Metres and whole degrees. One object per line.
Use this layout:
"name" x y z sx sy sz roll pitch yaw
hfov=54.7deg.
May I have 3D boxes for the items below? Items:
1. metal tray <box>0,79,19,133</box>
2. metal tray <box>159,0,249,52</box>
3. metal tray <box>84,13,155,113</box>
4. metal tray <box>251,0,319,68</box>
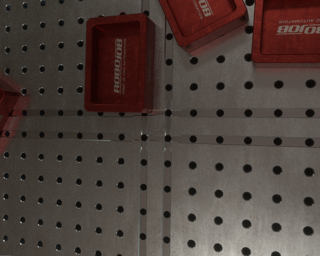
"metal tray" -0.302 -0.026 0.514 0.090 0.030 0.129 35 101 16
"metal tray" 0.044 -0.175 0.393 0.090 0.030 0.129 -25 82 18
"metal tray" -0.056 -0.086 0.428 0.090 0.030 0.129 2 91 19
"metal tray" 0.174 -0.115 0.348 0.130 0.030 0.089 4 91 19
